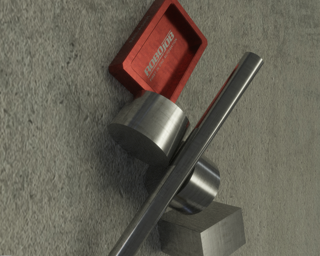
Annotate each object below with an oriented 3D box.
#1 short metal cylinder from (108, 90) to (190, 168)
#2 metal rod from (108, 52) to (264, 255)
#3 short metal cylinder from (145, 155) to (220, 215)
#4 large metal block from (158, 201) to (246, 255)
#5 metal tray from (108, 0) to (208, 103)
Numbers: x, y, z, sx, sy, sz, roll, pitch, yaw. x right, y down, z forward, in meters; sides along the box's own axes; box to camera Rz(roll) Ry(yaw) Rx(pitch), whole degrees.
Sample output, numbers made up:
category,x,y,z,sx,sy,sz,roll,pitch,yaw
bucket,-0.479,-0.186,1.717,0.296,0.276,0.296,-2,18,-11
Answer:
category,x,y,z,sx,sy,sz,roll,pitch,yaw
short metal cylinder,-0.012,0.002,0.359,0.080,0.080,0.050,48,61,-29
metal rod,0.025,0.042,0.348,0.025,0.025,0.300,38,84,-34
short metal cylinder,0.028,0.063,0.393,0.050,0.080,0.080,38,67,-34
large metal block,0.055,0.137,0.415,0.081,0.080,0.050,-15,100,-39
metal tray,0.003,-0.095,0.403,0.090,0.030,0.130,43,64,-32
